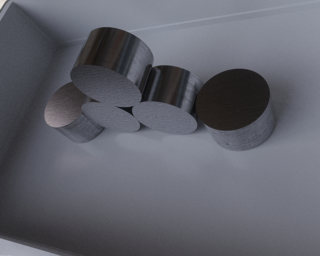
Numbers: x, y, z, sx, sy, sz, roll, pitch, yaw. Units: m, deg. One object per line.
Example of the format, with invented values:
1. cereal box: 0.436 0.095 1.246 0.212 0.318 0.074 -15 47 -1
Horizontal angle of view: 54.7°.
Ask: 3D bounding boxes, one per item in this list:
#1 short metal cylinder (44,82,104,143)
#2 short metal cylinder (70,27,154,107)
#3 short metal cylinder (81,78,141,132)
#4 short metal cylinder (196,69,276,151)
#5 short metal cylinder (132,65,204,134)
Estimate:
1. short metal cylinder: -0.125 -0.024 0.468 0.080 0.050 0.080 -13 56 21
2. short metal cylinder: -0.052 -0.066 0.348 0.080 0.080 0.050 2 63 29
3. short metal cylinder: -0.059 -0.035 0.420 0.080 0.080 0.050 2 63 29
4. short metal cylinder: 0.087 -0.021 0.354 0.080 0.050 0.080 -13 56 21
5. short metal cylinder: 0.012 -0.032 0.382 0.080 0.080 0.050 2 63 29
